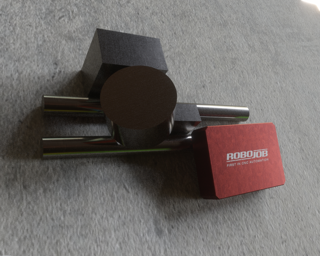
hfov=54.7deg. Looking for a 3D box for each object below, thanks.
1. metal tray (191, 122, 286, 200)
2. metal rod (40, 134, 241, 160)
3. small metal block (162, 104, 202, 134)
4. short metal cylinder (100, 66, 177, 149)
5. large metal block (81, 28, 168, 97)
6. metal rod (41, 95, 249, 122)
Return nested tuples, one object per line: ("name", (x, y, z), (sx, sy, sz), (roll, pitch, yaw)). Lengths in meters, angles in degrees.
("metal tray", (0.109, 0.041, 0.419), (0.131, 0.030, 0.090), (-3, 81, -31))
("metal rod", (0.008, 0.021, 0.399), (0.303, 0.025, 0.025), (0, 62, -29))
("small metal block", (0.017, -0.008, 0.404), (0.050, 0.050, 0.025), (1, 62, -28))
("short metal cylinder", (-0.023, -0.023, 0.346), (0.081, 0.050, 0.080), (1, 63, -1))
("large metal block", (-0.048, -0.072, 0.390), (0.081, 0.080, 0.050), (1, 62, -28))
("metal rod", (0.001, -0.024, 0.422), (0.303, 0.025, 0.025), (1, 62, -28))
